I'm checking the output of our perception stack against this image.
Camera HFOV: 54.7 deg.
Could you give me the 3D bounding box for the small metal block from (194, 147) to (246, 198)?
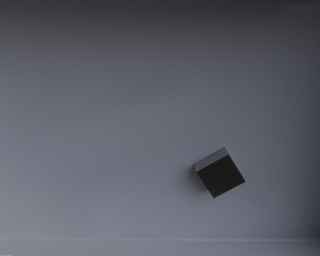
[{"bbox_3d":[0.084,0.063,0.436,0.050,0.025,0.050,-31,108,10],"label":"small metal block"}]
